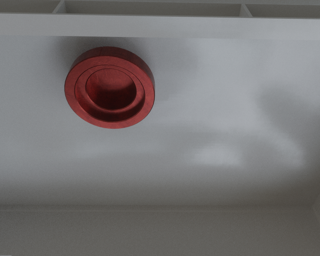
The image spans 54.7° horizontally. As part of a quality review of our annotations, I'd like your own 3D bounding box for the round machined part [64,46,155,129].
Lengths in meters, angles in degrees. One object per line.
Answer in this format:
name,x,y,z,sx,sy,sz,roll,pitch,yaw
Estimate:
round machined part,-0.055,-0.049,0.355,0.099,0.042,0.097,-1,130,0
